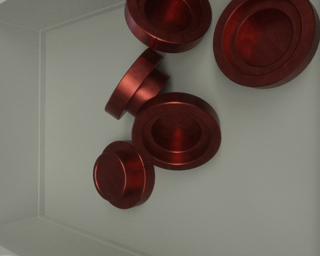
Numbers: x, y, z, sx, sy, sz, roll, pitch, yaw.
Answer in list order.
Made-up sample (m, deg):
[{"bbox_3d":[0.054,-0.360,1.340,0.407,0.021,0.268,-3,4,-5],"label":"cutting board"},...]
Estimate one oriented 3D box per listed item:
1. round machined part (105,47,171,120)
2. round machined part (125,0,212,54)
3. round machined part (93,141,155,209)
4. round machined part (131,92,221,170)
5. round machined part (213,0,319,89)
[{"bbox_3d":[-0.023,-0.049,0.389,0.042,0.098,0.097,36,117,-4],"label":"round machined part"},{"bbox_3d":[0.007,-0.129,0.363,0.042,0.099,0.098,126,128,-66],"label":"round machined part"},{"bbox_3d":[-0.058,0.067,0.441,0.098,0.042,0.097,0,90,39],"label":"round machined part"},{"bbox_3d":[0.019,0.000,0.355,0.098,0.098,0.042,-43,23,31],"label":"round machined part"},{"bbox_3d":[0.106,-0.087,0.307,0.098,0.042,0.097,0,90,39],"label":"round machined part"}]
